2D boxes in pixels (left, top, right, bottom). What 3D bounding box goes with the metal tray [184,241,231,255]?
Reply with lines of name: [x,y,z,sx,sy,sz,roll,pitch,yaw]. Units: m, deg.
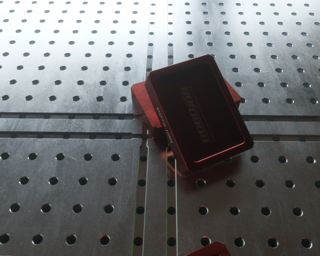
metal tray: [0.043,0.174,0.258,0.091,0.030,0.130,-18,52,-15]

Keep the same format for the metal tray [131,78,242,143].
metal tray: [0.035,-0.040,0.439,0.131,0.030,0.090,-19,53,-15]

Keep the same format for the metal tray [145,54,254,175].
metal tray: [0.047,-0.018,0.383,0.091,0.030,0.130,-20,80,-16]
